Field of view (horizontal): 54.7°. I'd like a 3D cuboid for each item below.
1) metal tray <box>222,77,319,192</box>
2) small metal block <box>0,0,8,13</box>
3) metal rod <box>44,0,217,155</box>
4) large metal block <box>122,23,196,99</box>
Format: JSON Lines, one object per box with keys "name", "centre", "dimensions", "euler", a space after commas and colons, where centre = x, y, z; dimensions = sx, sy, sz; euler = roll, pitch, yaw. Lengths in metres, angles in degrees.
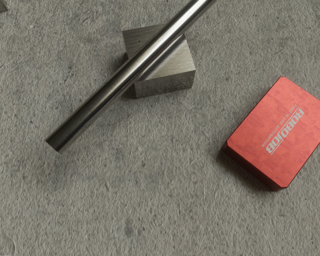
{"name": "metal tray", "centre": [0.156, 0.006, 0.405], "dimensions": [0.090, 0.030, 0.130], "euler": [40, 74, 13]}
{"name": "small metal block", "centre": [-0.271, -0.202, 0.479], "dimensions": [0.050, 0.025, 0.050], "euler": [-20, 72, -8]}
{"name": "metal rod", "centre": [-0.022, -0.085, 0.385], "dimensions": [0.025, 0.025, 0.301], "euler": [39, 74, 13]}
{"name": "large metal block", "centre": [-0.003, -0.094, 0.429], "dimensions": [0.081, 0.050, 0.080], "euler": [-13, 71, -5]}
